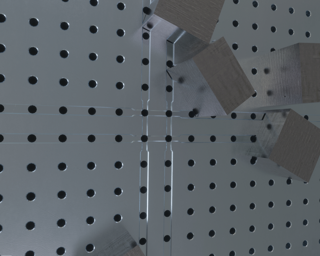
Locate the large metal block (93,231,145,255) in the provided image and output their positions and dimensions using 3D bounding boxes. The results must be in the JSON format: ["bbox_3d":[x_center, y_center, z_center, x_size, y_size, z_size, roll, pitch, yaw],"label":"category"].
[{"bbox_3d":[-0.048,0.191,0.382,0.080,0.050,0.080,-32,101,-17],"label":"large metal block"}]

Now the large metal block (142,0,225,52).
[{"bbox_3d":[0.033,-0.159,0.411,0.080,0.050,0.080,23,83,-19],"label":"large metal block"}]

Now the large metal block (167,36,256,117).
[{"bbox_3d":[0.064,-0.062,0.407,0.050,0.080,0.080,-37,102,-16],"label":"large metal block"}]

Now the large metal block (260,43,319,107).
[{"bbox_3d":[0.196,-0.075,0.455,0.050,0.080,0.080,-5,92,-20],"label":"large metal block"}]

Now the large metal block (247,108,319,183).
[{"bbox_3d":[0.193,0.026,0.470,0.080,0.050,0.080,30,80,-18],"label":"large metal block"}]
